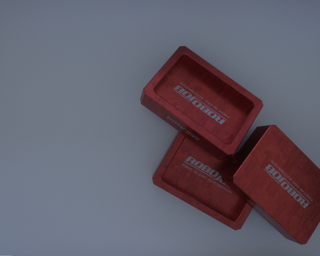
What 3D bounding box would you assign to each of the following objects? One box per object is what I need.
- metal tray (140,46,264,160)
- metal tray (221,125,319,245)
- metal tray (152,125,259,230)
[{"bbox_3d":[0.053,-0.033,0.390,0.130,0.030,0.090,36,67,2],"label":"metal tray"},{"bbox_3d":[0.152,0.070,0.390,0.130,0.030,0.090,42,75,-10],"label":"metal tray"},{"bbox_3d":[0.067,0.062,0.409,0.130,0.030,0.090,30,90,-1],"label":"metal tray"}]
